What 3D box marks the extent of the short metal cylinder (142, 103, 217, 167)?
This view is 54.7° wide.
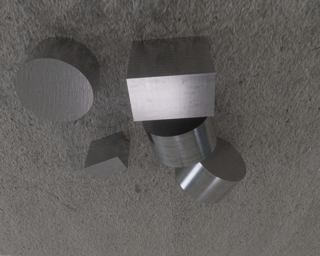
[{"bbox_3d":[0.024,0.001,0.372,0.080,0.080,0.050,-12,129,9],"label":"short metal cylinder"}]

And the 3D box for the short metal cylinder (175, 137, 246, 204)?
[{"bbox_3d":[0.068,0.054,0.418,0.080,0.080,0.050,19,127,-16],"label":"short metal cylinder"}]

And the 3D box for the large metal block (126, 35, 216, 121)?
[{"bbox_3d":[0.012,-0.054,0.325,0.080,0.080,0.050,-4,130,3],"label":"large metal block"}]

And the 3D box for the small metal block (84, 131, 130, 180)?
[{"bbox_3d":[-0.070,0.037,0.421,0.050,0.050,0.025,-20,127,16],"label":"small metal block"}]

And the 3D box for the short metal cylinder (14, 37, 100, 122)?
[{"bbox_3d":[-0.111,-0.053,0.344,0.081,0.050,0.079,0,130,0],"label":"short metal cylinder"}]
